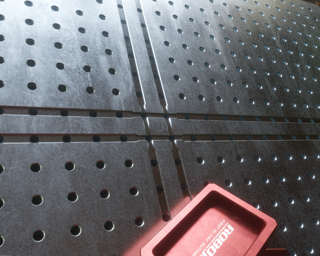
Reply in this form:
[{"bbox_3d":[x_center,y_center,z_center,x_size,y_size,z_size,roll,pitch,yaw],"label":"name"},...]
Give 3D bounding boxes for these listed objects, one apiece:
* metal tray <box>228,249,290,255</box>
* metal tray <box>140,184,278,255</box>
[{"bbox_3d":[0.115,0.204,0.341,0.091,0.030,0.130,9,58,-23],"label":"metal tray"},{"bbox_3d":[0.053,0.124,0.330,0.090,0.030,0.131,29,44,31],"label":"metal tray"}]
